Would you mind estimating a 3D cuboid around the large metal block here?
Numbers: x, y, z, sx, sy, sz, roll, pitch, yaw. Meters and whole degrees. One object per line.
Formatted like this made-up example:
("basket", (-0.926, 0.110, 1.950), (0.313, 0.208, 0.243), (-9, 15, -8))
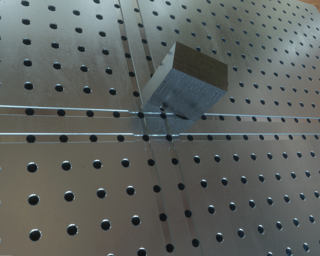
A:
("large metal block", (0.037, -0.062, 0.432), (0.080, 0.080, 0.050), (20, 54, -17))
